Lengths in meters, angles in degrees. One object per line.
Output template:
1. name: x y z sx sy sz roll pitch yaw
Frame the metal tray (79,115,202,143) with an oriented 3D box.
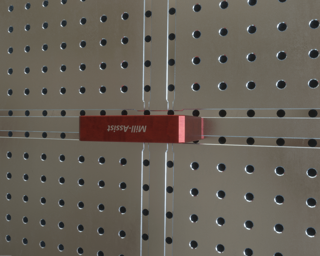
1. metal tray: -0.021 0.000 0.386 0.130 0.090 0.030 0 91 20
